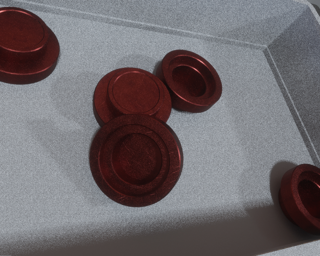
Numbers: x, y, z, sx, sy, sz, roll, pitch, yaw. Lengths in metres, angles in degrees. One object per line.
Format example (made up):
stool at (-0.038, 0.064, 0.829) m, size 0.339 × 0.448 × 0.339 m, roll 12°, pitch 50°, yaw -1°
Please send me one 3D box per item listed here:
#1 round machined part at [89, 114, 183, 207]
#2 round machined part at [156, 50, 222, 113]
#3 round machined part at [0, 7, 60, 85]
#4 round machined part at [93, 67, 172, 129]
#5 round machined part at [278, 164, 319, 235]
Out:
round machined part at (-0.023, 0.033, 0.339) m, size 0.098 × 0.098 × 0.042 m, roll 49°, pitch 11°, yaw 6°
round machined part at (0.038, -0.063, 0.454) m, size 0.099 × 0.042 × 0.098 m, roll 14°, pitch 56°, yaw -21°
round machined part at (-0.169, -0.103, 0.366) m, size 0.099 × 0.042 × 0.098 m, roll 14°, pitch 56°, yaw -21°
round machined part at (-0.032, -0.035, 0.385) m, size 0.099 × 0.042 × 0.098 m, roll 6°, pitch 65°, yaw -12°
round machined part at (0.211, 0.104, 0.445) m, size 0.099 × 0.042 × 0.098 m, roll 14°, pitch 56°, yaw -21°
